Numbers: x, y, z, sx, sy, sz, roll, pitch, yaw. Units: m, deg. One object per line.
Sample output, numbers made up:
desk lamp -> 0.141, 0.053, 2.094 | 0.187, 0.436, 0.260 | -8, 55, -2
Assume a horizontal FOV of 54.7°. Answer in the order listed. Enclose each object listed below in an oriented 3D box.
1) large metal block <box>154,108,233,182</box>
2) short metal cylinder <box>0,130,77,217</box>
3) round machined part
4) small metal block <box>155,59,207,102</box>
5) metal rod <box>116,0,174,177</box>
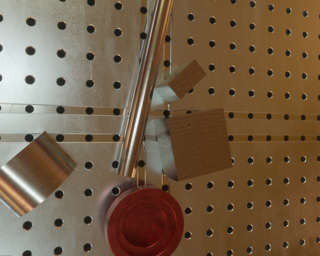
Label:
large metal block -> 0.044, 0.020, 0.417 | 0.081, 0.050, 0.079 | -11, 94, -20
short metal cylinder -> -0.138, 0.048, 0.333 | 0.080, 0.080, 0.050 | -43, 104, -15
round machined part -> -0.022, 0.122, 0.397 | 0.099, 0.042, 0.097 | 0, 90, -21
small metal block -> 0.026, -0.061, 0.410 | 0.050, 0.050, 0.025 | -44, 104, -15
metal rod -> -0.013, -0.085, 0.408 | 0.025, 0.025, 0.298 | 14, 85, -20
